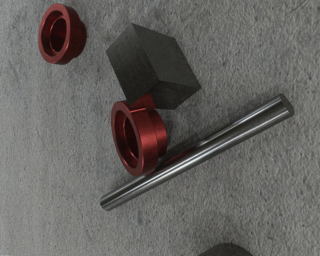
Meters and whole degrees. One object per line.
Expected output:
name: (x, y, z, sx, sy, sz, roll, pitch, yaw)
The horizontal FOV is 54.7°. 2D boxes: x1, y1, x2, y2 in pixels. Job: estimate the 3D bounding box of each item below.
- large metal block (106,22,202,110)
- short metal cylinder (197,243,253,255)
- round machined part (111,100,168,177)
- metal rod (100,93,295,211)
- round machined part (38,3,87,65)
large metal block: (-0.007, -0.070, 0.375, 0.050, 0.081, 0.080, -38, 67, 33)
short metal cylinder: (0.068, 0.172, 0.333, 0.080, 0.050, 0.079, 0, 90, 40)
round machined part: (-0.025, 0.010, 0.398, 0.098, 0.042, 0.097, 39, 136, 51)
metal rod: (0.022, 0.045, 0.386, 0.299, 0.025, 0.025, -34, 69, 34)
round machined part: (-0.163, -0.156, 0.528, 0.098, 0.042, 0.097, 0, 90, 40)
